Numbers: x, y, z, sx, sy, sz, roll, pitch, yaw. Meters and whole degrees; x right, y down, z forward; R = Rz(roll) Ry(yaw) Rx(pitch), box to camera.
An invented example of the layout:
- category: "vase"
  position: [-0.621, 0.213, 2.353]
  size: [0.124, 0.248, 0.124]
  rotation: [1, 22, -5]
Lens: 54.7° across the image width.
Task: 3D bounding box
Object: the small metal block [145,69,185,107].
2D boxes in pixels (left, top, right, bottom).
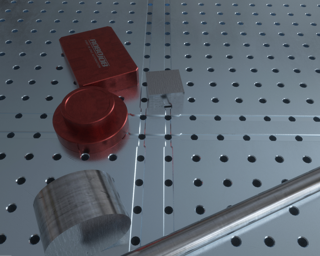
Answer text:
- category: "small metal block"
  position: [0.006, -0.059, 0.457]
  size: [0.050, 0.025, 0.050]
  rotation: [-5, 50, -5]

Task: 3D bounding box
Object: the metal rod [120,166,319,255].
- category: "metal rod"
  position: [0.079, 0.095, 0.328]
  size: [0.302, 0.025, 0.025]
  rotation: [-19, 53, -16]

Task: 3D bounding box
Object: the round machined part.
- category: "round machined part"
  position: [-0.092, -0.018, 0.411]
  size: [0.099, 0.042, 0.098]
  rotation: [0, 50, 0]

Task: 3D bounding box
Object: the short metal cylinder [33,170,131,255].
- category: "short metal cylinder"
  position: [-0.075, 0.085, 0.299]
  size: [0.081, 0.080, 0.050]
  rotation: [-20, 53, -17]

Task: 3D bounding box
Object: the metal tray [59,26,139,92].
- category: "metal tray"
  position: [-0.099, -0.108, 0.494]
  size: [0.091, 0.030, 0.130]
  rotation: [-19, 53, -16]
